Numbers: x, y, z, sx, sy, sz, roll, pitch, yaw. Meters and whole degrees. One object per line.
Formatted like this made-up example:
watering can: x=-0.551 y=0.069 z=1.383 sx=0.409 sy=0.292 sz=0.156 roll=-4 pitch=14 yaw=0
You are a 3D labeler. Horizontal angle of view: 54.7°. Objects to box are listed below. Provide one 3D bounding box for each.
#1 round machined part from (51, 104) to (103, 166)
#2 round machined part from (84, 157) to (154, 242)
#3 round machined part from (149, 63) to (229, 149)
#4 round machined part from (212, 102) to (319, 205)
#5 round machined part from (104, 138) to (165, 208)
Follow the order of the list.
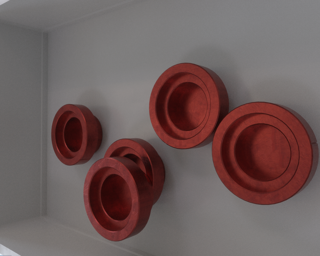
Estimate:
round machined part: x=-0.132 y=0.011 z=0.505 sx=0.098 sy=0.042 sz=0.097 roll=0 pitch=90 yaw=40
round machined part: x=-0.047 y=0.083 z=0.380 sx=0.098 sy=0.042 sz=0.097 roll=0 pitch=91 yaw=39
round machined part: x=0.037 y=-0.025 z=0.365 sx=0.098 sy=0.042 sz=0.097 roll=0 pitch=90 yaw=40
round machined part: x=0.105 y=0.024 z=0.309 sx=0.098 sy=0.042 sz=0.097 roll=0 pitch=90 yaw=40
round machined part: x=-0.032 y=0.062 z=0.422 sx=0.098 sy=0.042 sz=0.097 roll=0 pitch=90 yaw=40
